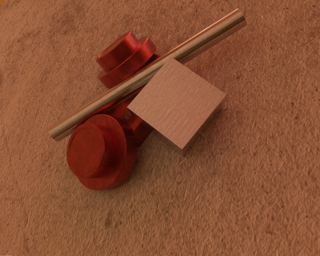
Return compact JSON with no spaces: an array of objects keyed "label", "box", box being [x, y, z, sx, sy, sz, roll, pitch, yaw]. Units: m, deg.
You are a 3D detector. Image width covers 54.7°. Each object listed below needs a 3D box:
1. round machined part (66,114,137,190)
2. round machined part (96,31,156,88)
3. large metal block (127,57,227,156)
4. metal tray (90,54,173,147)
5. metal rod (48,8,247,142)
[{"label":"round machined part","box":[-0.081,0.030,0.396,0.098,0.042,0.098,-6,78,34]},{"label":"round machined part","box":[-0.057,-0.107,0.464,0.098,0.042,0.098,-33,23,17]},{"label":"large metal block","box":[0.021,-0.024,0.375,0.080,0.050,0.080,37,81,14]},{"label":"metal tray","box":[-0.030,-0.046,0.446,0.090,0.030,0.130,27,76,37]},{"label":"metal rod","box":[-0.022,-0.067,0.421,0.300,0.025,0.025,-31,52,8]}]
